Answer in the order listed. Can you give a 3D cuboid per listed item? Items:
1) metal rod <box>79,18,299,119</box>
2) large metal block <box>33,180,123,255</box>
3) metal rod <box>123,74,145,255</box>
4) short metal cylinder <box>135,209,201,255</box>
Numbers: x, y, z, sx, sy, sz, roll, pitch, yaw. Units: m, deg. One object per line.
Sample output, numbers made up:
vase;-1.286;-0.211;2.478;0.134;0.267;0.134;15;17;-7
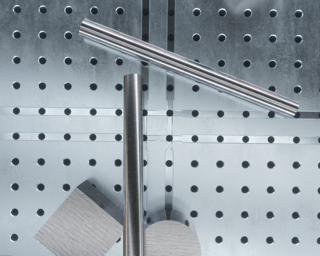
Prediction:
metal rod;0.038;-0.079;0.413;0.301;0.025;0.025;21;90;0
large metal block;-0.097;0.127;0.400;0.080;0.050;0.080;40;90;0
metal rod;-0.032;0.077;0.377;0.025;0.025;0.299;-2;76;0
short metal cylinder;0.010;0.152;0.401;0.081;0.050;0.080;0;90;0
